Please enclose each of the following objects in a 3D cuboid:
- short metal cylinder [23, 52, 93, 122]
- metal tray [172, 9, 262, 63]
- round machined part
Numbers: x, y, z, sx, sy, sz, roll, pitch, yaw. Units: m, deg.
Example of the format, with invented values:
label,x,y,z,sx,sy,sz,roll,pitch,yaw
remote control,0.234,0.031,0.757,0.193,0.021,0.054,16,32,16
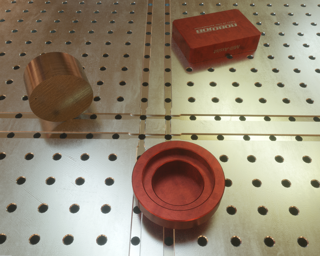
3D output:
label,x,y,z,sx,sy,sz,roll,pitch,yaw
short metal cylinder,-0.136,-0.054,0.416,0.081,0.080,0.050,-18,53,-15
metal tray,0.097,-0.164,0.544,0.131,0.030,0.090,-15,52,-13
round machined part,0.019,0.065,0.342,0.099,0.042,0.098,0,50,0
